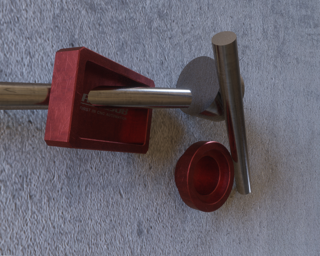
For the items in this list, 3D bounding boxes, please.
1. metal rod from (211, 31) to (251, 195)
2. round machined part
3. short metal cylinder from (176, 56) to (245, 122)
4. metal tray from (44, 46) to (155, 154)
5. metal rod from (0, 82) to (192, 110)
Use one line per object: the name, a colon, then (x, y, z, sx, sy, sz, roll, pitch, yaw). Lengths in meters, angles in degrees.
metal rod: (0.104, 0.006, 0.420, 0.025, 0.025, 0.299, -53, 143, -27)
round machined part: (0.059, 0.067, 0.443, 0.099, 0.042, 0.097, 0, 90, -40)
short metal cylinder: (0.067, -0.052, 0.425, 0.050, 0.080, 0.080, 13, 82, -39)
metal tray: (-0.054, -0.021, 0.326, 0.131, 0.030, 0.090, 14, 81, -60)
metal rod: (-0.095, -0.030, 0.301, 0.303, 0.025, 0.025, -3, 92, -33)
